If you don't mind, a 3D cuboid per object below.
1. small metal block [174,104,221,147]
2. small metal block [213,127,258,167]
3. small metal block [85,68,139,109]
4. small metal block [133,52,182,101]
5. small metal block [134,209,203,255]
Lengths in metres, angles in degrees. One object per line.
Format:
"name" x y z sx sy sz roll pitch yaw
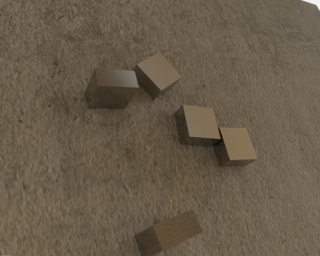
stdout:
"small metal block" 0.052 -0.003 0.436 0.050 0.025 0.050 5 59 -26
"small metal block" 0.106 0.027 0.446 0.050 0.025 0.050 1 61 -28
"small metal block" -0.061 -0.047 0.385 0.050 0.050 0.025 -1 63 -29
"small metal block" -0.005 -0.075 0.449 0.050 0.025 0.050 48 51 5
"small metal block" 0.008 0.111 0.325 0.050 0.050 0.025 -12 68 -33
